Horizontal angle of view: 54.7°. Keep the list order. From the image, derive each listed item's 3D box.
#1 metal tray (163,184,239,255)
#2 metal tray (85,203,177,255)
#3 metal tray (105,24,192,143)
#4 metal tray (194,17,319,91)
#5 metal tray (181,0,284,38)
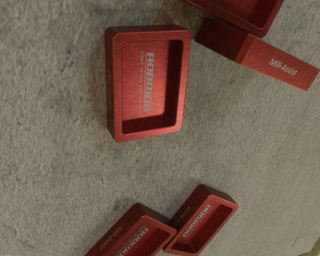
[{"bbox_3d":[0.067,0.167,0.545,0.090,0.030,0.130,29,102,-38],"label":"metal tray"},{"bbox_3d":[-0.047,0.188,0.495,0.130,0.030,0.090,-47,130,4],"label":"metal tray"},{"bbox_3d":[-0.015,-0.051,0.364,0.091,0.030,0.129,-10,123,-23],"label":"metal tray"},{"bbox_3d":[0.118,-0.088,0.376,0.131,0.090,0.030,11,113,-34],"label":"metal tray"},{"bbox_3d":[0.089,-0.167,0.350,0.131,0.030,0.089,11,113,-34],"label":"metal tray"}]
